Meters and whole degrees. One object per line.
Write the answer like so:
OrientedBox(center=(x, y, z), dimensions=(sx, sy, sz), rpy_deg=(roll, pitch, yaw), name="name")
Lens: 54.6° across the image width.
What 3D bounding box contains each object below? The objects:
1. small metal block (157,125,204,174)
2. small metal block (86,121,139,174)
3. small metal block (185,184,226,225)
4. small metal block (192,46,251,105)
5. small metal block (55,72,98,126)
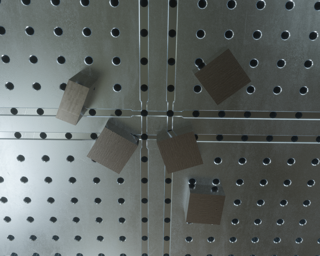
OrientedBox(center=(0.027, 0.029, 0.424), dimensions=(0.050, 0.025, 0.050), rpy_deg=(-17, 109, 6), name="small metal block")
OrientedBox(center=(-0.063, 0.026, 0.423), dimensions=(0.050, 0.025, 0.050), rpy_deg=(31, 107, -11), name="small metal block")
OrientedBox(center=(0.065, 0.112, 0.455), dimensions=(0.050, 0.025, 0.050), rpy_deg=(5, 110, -2), name="small metal block")
OrientedBox(center=(0.077, -0.066, 0.390), dimensions=(0.050, 0.025, 0.050), rpy_deg=(-36, 106, 12), name="small metal block")
OrientedBox(center=(-0.103, -0.038, 0.385), dimensions=(0.025, 0.050, 0.050), rpy_deg=(23, 109, -8), name="small metal block")
